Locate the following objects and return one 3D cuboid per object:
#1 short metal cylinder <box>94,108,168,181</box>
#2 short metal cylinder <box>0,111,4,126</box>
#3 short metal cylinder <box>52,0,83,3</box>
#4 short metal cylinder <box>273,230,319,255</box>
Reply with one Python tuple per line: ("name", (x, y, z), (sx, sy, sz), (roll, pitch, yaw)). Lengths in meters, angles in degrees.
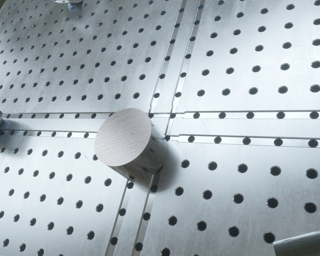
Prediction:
("short metal cylinder", (-0.036, 0.021, 0.398), (0.080, 0.050, 0.080), (-13, 56, 21))
("short metal cylinder", (-0.332, -0.014, 0.556), (0.080, 0.080, 0.050), (-1, 61, 27))
("short metal cylinder", (-0.204, -0.314, 0.673), (0.050, 0.080, 0.080), (15, 69, 34))
("short metal cylinder", (0.125, 0.121, 0.233), (0.050, 0.080, 0.080), (-21, 54, 16))
